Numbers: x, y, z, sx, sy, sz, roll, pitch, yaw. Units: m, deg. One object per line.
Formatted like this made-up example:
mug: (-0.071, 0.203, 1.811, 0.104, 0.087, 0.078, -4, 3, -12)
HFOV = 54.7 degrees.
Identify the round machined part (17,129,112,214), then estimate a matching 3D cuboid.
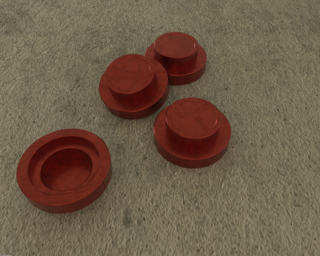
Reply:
round machined part: (-0.103, 0.051, 0.348, 0.099, 0.042, 0.098, 0, 50, 0)

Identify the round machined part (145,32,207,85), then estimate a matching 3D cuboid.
round machined part: (0.025, -0.115, 0.489, 0.099, 0.042, 0.098, 0, 50, 0)

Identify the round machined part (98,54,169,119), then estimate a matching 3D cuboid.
round machined part: (-0.038, -0.064, 0.432, 0.098, 0.042, 0.098, -4, 61, 7)

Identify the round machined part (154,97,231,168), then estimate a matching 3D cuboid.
round machined part: (0.041, -0.001, 0.393, 0.099, 0.042, 0.098, 0, 50, 0)
